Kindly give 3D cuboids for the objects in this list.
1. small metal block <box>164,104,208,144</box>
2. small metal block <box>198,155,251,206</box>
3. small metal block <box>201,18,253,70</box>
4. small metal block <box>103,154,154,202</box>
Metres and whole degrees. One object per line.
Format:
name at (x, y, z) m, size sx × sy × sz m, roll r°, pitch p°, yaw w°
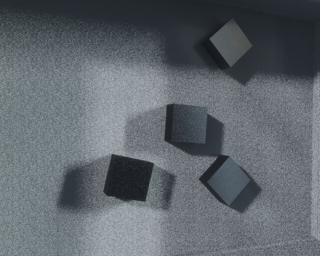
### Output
small metal block at (0.036, -0.006, 0.425) m, size 0.050 × 0.025 × 0.050 m, roll 5°, pitch 89°, yaw -20°
small metal block at (0.093, 0.075, 0.447) m, size 0.050 × 0.025 × 0.050 m, roll -46°, pitch 105°, yaw -15°
small metal block at (0.097, -0.121, 0.448) m, size 0.050 × 0.025 × 0.050 m, roll -44°, pitch 104°, yaw -15°
small metal block at (-0.040, 0.063, 0.397) m, size 0.050 × 0.025 × 0.050 m, roll 14°, pitch 85°, yaw -20°
